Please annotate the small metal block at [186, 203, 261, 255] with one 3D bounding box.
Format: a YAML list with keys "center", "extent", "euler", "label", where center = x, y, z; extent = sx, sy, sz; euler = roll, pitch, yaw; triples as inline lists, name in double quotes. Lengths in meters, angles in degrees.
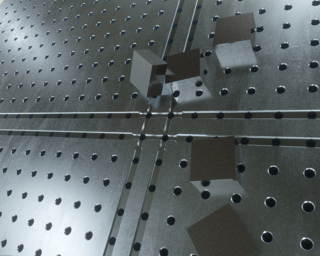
- center: [0.062, 0.112, 0.306]
  extent: [0.050, 0.025, 0.050]
  euler: [-33, 52, 6]
  label: "small metal block"

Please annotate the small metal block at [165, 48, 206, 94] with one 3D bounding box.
- center: [0.036, -0.080, 0.437]
  extent: [0.050, 0.025, 0.050]
  euler: [-10, 57, 22]
  label: "small metal block"

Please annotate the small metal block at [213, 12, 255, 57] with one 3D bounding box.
- center: [0.104, -0.130, 0.433]
  extent: [0.050, 0.025, 0.050]
  euler: [-2, 61, 27]
  label: "small metal block"

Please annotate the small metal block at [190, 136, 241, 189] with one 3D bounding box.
- center: [0.063, 0.039, 0.350]
  extent: [0.050, 0.025, 0.050]
  euler: [-8, 58, 23]
  label: "small metal block"

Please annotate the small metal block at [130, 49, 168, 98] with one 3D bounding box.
- center: [-0.018, -0.079, 0.446]
  extent: [0.025, 0.050, 0.050]
  euler: [-14, 42, -32]
  label: "small metal block"
